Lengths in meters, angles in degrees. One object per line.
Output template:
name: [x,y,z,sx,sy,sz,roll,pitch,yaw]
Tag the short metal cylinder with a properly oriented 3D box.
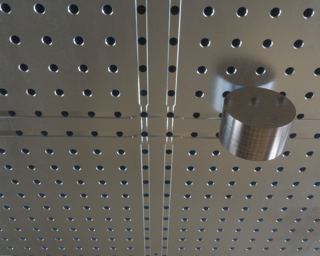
short metal cylinder: [0.114,-0.006,0.371,0.080,0.080,0.050,0,130,0]
